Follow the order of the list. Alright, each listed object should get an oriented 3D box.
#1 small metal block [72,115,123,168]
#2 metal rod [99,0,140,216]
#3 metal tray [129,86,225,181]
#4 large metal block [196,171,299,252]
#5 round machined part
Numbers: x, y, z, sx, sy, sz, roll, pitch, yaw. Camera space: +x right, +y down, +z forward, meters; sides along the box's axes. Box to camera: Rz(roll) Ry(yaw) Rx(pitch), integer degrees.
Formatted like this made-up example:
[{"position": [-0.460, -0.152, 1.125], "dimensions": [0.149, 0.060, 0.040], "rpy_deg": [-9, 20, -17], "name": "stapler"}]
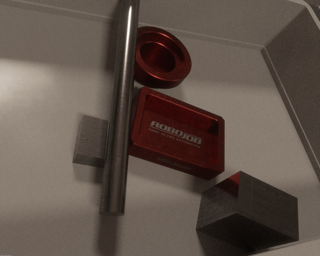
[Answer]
[{"position": [-0.070, 0.017, 0.359], "dimensions": [0.050, 0.025, 0.050], "rpy_deg": [14, 56, -21], "name": "small metal block"}, {"position": [-0.044, -0.050, 0.370], "dimensions": [0.025, 0.025, 0.299], "rpy_deg": [13, 62, -22], "name": "metal rod"}, {"position": [0.023, 0.008, 0.411], "dimensions": [0.131, 0.030, 0.090], "rpy_deg": [20, 54, -17], "name": "metal tray"}, {"position": [0.101, 0.102, 0.365], "dimensions": [0.080, 0.080, 0.050], "rpy_deg": [26, 53, -13], "name": "large metal block"}, {"position": [-0.007, -0.097, 0.452], "dimensions": [0.099, 0.042, 0.098], "rpy_deg": [14, 56, -21], "name": "round machined part"}]
